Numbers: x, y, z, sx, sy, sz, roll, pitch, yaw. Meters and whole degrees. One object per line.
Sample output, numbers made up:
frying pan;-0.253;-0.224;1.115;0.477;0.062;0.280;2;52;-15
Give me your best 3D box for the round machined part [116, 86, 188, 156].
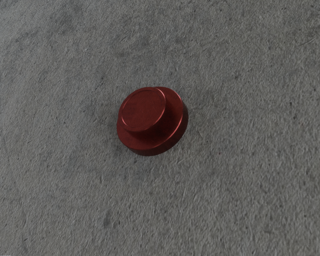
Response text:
round machined part;-0.016;-0.015;0.410;0.098;0.042;0.098;-13;56;20
